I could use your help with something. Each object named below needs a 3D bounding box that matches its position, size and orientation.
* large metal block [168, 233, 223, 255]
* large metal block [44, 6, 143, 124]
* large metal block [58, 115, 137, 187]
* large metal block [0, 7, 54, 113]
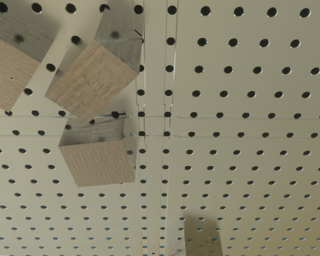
[{"bbox_3d":[0.070,0.261,0.619,0.081,0.050,0.079,17,128,-14],"label":"large metal block"},{"bbox_3d":[-0.065,-0.065,0.319,0.050,0.080,0.080,36,121,-27],"label":"large metal block"},{"bbox_3d":[-0.080,0.032,0.422,0.080,0.050,0.080,-6,130,5],"label":"large metal block"},{"bbox_3d":[-0.175,-0.076,0.328,0.080,0.050,0.080,32,123,-25],"label":"large metal block"}]
